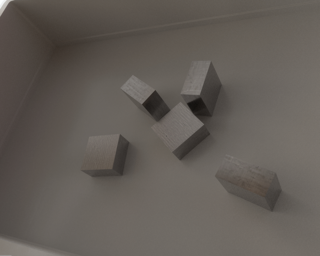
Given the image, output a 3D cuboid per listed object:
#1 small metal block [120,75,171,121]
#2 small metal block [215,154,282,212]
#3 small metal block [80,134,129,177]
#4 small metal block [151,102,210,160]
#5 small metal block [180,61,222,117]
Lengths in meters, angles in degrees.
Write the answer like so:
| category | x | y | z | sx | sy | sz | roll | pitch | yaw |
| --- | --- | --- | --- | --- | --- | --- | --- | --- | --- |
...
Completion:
| category | x | y | z | sx | sy | sz | roll | pitch | yaw |
| --- | --- | --- | --- | --- | --- | --- | --- | --- | --- |
| small metal block | -0.019 | -0.039 | 0.422 | 0.025 | 0.050 | 0.050 | -48 | 52 | -5 |
| small metal block | 0.089 | 0.055 | 0.309 | 0.050 | 0.050 | 0.025 | 20 | 73 | 35 |
| small metal block | -0.074 | 0.038 | 0.420 | 0.050 | 0.025 | 0.050 | -6 | 59 | 25 |
| small metal block | 0.025 | 0.003 | 0.389 | 0.050 | 0.025 | 0.050 | -41 | 51 | 0 |
| small metal block | 0.053 | -0.049 | 0.391 | 0.025 | 0.050 | 0.050 | 7 | 65 | 31 |
